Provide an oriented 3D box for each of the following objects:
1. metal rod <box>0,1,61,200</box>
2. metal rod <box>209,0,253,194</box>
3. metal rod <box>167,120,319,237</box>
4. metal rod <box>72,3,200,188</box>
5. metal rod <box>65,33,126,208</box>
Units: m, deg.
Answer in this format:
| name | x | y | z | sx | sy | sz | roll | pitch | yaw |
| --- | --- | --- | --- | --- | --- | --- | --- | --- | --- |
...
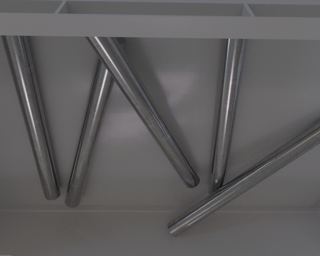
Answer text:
| name | x | y | z | sx | sy | sz | roll | pitch | yaw |
| --- | --- | --- | --- | --- | --- | --- | --- | --- | --- |
| metal rod | -0.161 | -0.007 | 0.400 | 0.025 | 0.025 | 0.298 | 3 | 130 | -3 |
| metal rod | 0.084 | -0.011 | 0.400 | 0.025 | 0.025 | 0.298 | -2 | 130 | 1 |
| metal rod | 0.129 | 0.073 | 0.446 | 0.299 | 0.025 | 0.025 | -40 | 120 | 19 |
| metal rod | -0.009 | -0.011 | 0.378 | 0.025 | 0.025 | 0.299 | -18 | 134 | 15 |
| metal rod | -0.096 | 0.013 | 0.418 | 0.025 | 0.025 | 0.298 | 14 | 129 | -12 |
